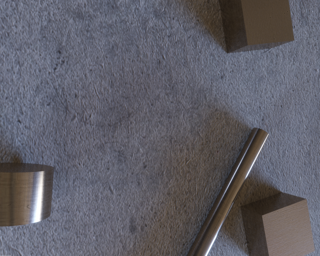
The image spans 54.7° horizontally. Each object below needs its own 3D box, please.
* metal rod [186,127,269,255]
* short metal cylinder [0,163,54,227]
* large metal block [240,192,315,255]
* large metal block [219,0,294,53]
[{"bbox_3d":[0.078,0.133,0.439,0.025,0.025,0.300,34,79,-17],"label":"metal rod"},{"bbox_3d":[-0.155,0.066,0.323,0.081,0.080,0.050,4,89,-20],"label":"short metal cylinder"},{"bbox_3d":[0.175,0.150,0.463,0.081,0.050,0.079,-13,95,-20],"label":"large metal block"},{"bbox_3d":[0.139,-0.157,0.449,0.081,0.050,0.079,-11,94,-20],"label":"large metal block"}]
